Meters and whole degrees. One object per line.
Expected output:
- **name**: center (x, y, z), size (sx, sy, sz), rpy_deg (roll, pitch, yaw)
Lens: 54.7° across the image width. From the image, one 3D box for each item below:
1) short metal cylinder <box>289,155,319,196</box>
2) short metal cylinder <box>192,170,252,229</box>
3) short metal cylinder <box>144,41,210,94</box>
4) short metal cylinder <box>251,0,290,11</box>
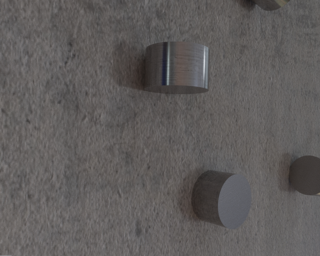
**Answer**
- **short metal cylinder**: center (0.318, 0.100, 0.640), size (0.050, 0.080, 0.080), rpy_deg (14, 81, -40)
- **short metal cylinder**: center (0.094, 0.107, 0.471), size (0.081, 0.050, 0.079), rpy_deg (0, 90, -40)
- **short metal cylinder**: center (0.021, -0.072, 0.389), size (0.081, 0.080, 0.050), rpy_deg (2, 89, -40)
- **short metal cylinder**: center (0.188, -0.250, 0.529), size (0.050, 0.080, 0.080), rpy_deg (14, 81, -40)
